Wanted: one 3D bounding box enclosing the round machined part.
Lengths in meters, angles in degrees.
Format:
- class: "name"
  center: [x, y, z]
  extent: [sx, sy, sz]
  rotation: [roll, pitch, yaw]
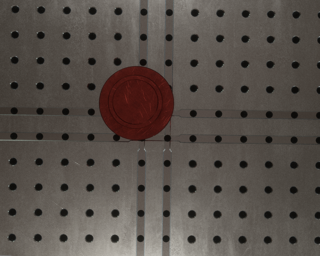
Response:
- class: "round machined part"
  center: [-0.031, -0.033, 0.404]
  extent: [0.099, 0.042, 0.097]
  rotation: [0, 90, -1]
